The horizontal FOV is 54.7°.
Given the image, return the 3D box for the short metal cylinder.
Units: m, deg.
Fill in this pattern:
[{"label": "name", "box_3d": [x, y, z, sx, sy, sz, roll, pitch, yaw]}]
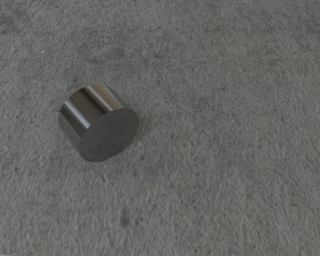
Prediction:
[{"label": "short metal cylinder", "box_3d": [-0.073, -0.005, 0.371, 0.081, 0.080, 0.050, -31, 57, -24]}]
